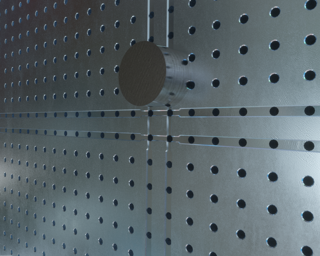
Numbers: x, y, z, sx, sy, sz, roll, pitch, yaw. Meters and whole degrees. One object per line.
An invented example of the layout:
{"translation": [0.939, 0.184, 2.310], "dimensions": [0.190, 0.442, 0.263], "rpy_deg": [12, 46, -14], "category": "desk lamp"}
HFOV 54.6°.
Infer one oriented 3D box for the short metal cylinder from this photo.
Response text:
{"translation": [-0.007, -0.067, 0.400], "dimensions": [0.080, 0.050, 0.080], "rpy_deg": [0, 90, 40], "category": "short metal cylinder"}
